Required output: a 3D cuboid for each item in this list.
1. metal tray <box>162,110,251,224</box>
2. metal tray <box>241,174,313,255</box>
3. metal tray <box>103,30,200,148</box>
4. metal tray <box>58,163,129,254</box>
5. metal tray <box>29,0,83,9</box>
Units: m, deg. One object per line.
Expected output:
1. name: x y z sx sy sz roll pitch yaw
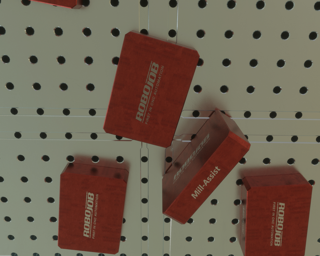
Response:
1. metal tray: 0.052 0.047 0.396 0.030 0.090 0.129 33 107 -11
2. metal tray: 0.169 0.135 0.461 0.090 0.030 0.129 -4 110 1
3. metal tray: -0.013 -0.047 0.393 0.090 0.030 0.129 15 109 -6
4. metal tray: -0.098 0.120 0.454 0.091 0.030 0.129 8 110 -3
5. metal tray: -0.149 -0.190 0.339 0.131 0.030 0.089 10 110 -4
